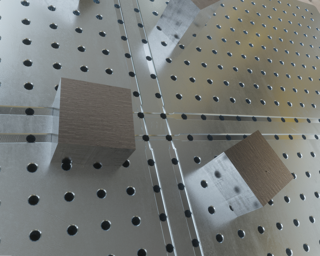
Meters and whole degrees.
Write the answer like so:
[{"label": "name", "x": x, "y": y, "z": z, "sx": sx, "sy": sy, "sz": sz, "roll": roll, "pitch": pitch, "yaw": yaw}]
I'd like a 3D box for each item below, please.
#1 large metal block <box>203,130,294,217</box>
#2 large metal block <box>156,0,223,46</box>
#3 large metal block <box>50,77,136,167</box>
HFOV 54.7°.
[{"label": "large metal block", "x": 0.120, "y": 0.060, "z": 0.423, "sx": 0.081, "sy": 0.050, "sz": 0.080, "roll": -25, "pitch": 76, "yaw": -37}, {"label": "large metal block", "x": 0.051, "y": -0.197, "z": 0.523, "sx": 0.050, "sy": 0.080, "sz": 0.080, "roll": 47, "pitch": 51, "yaw": 4}, {"label": "large metal block", "x": -0.077, "y": -0.004, "z": 0.354, "sx": 0.081, "sy": 0.050, "sz": 0.080, "roll": 7, "pitch": 59, "yaw": -25}]
